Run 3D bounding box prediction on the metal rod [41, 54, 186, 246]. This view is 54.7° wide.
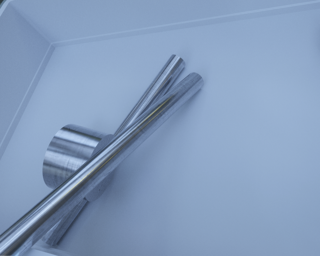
[{"bbox_3d":[-0.058,0.022,0.420,0.025,0.025,0.300,27,76,37],"label":"metal rod"}]

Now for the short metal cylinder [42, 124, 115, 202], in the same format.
[{"bbox_3d":[-0.090,0.040,0.362,0.050,0.080,0.080,14,68,14],"label":"short metal cylinder"}]

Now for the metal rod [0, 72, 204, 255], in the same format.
[{"bbox_3d":[-0.041,0.020,0.334,0.025,0.025,0.302,17,45,34],"label":"metal rod"}]

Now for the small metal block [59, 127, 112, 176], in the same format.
[{"bbox_3d":[-0.106,0.033,0.439,0.050,0.025,0.050,24,74,36],"label":"small metal block"}]
